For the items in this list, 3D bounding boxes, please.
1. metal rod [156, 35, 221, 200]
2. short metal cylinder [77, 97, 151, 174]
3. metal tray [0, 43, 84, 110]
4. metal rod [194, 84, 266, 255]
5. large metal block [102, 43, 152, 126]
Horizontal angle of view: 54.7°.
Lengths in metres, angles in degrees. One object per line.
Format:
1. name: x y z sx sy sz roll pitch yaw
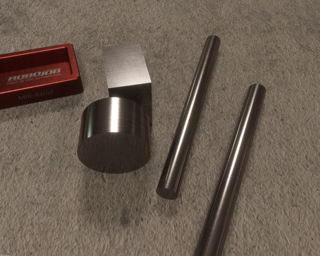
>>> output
1. metal rod: 0.049 -0.037 0.435 0.025 0.025 0.300 13 51 10
2. short metal cylinder: -0.052 0.010 0.358 0.081 0.080 0.050 -3 50 -3
3. metal tray: -0.189 -0.080 0.464 0.131 0.030 0.090 -13 51 -12
4. metal rod: 0.085 0.051 0.360 0.025 0.025 0.301 18 52 14
5. large metal block: -0.043 -0.054 0.412 0.050 0.080 0.080 -9 51 -8
